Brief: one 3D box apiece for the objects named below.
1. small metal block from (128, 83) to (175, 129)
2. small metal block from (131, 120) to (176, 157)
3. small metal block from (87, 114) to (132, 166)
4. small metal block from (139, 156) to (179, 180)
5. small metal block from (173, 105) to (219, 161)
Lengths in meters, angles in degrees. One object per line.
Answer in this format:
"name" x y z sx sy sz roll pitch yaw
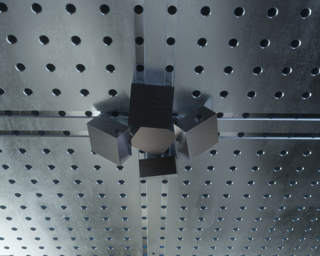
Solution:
"small metal block" -0.011 -0.026 0.373 0.050 0.025 0.050 5 94 -4
"small metal block" -0.009 0.008 0.417 0.050 0.025 0.050 25 126 -20
"small metal block" -0.066 0.016 0.409 0.050 0.025 0.050 24 136 25
"small metal block" 0.000 0.058 0.445 0.050 0.025 0.050 -7 166 5
"small metal block" 0.048 0.007 0.402 0.050 0.025 0.050 -30 133 -21
